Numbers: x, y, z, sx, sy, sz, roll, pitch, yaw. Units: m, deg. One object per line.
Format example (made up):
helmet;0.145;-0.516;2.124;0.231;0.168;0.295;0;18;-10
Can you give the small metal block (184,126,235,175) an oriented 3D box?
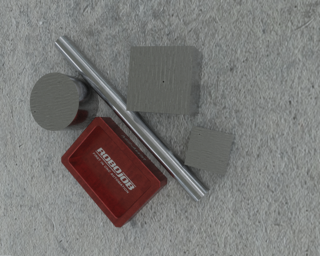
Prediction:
small metal block;0.063;0.027;0.388;0.050;0.025;0.050;14;95;19

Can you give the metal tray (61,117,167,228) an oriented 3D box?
metal tray;-0.065;0.058;0.429;0.130;0.030;0.090;46;104;14

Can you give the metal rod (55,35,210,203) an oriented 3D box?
metal rod;-0.046;-0.021;0.425;0.025;0.025;0.300;-46;76;14

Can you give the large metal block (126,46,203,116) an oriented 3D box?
large metal block;0.007;-0.058;0.394;0.080;0.050;0.079;5;92;19

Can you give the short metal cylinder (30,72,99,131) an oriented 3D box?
short metal cylinder;-0.136;-0.036;0.443;0.080;0.050;0.079;0;90;19
